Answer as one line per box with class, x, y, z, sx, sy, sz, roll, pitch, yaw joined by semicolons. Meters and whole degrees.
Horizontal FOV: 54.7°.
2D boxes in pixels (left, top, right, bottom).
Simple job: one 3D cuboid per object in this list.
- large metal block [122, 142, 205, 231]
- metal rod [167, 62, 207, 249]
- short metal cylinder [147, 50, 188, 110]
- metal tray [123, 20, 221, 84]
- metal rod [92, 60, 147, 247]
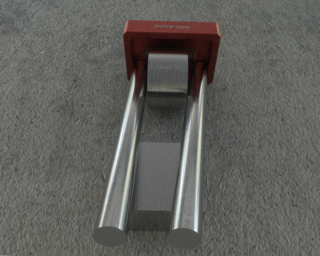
large metal block;0.003;0.062;0.333;0.081;0.050;0.080;1;50;1
metal rod;0.039;-0.004;0.348;0.025;0.025;0.301;7;35;5
short metal cylinder;0.010;-0.065;0.425;0.050;0.080;0.080;2;50;1
metal tray;0.016;-0.109;0.454;0.131;0.089;0.030;2;50;1
metal rod;-0.032;-0.006;0.350;0.025;0.025;0.300;2;35;1
